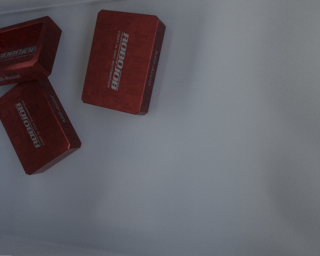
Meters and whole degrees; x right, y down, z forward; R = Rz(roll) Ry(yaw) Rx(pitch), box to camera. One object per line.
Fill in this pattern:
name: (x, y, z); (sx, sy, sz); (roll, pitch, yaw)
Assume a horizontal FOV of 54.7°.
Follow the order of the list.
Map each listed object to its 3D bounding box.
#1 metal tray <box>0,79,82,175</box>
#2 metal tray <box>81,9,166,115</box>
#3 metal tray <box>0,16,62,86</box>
metal tray: (-0.188, -0.006, 0.472); (0.090, 0.030, 0.130); (-32, 80, 16)
metal tray: (-0.051, -0.089, 0.425); (0.090, 0.030, 0.129); (14, 94, 19)
metal tray: (-0.217, -0.112, 0.463); (0.130, 0.030, 0.090); (-6, 63, 19)
